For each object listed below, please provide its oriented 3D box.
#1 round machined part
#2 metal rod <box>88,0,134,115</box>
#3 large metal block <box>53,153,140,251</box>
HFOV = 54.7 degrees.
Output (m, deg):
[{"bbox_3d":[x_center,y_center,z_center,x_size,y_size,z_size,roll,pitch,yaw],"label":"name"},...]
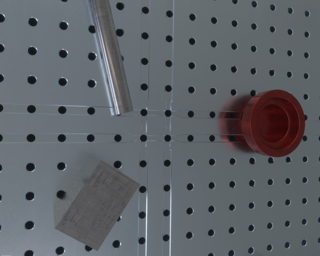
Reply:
[{"bbox_3d":[0.163,-0.007,0.464,0.099,0.042,0.097,0,90,-20],"label":"round machined part"},{"bbox_3d":[-0.077,-0.164,0.383,0.025,0.025,0.298,-14,95,-20],"label":"metal rod"},{"bbox_3d":[-0.076,0.079,0.356,0.050,0.080,0.080,36,78,-17],"label":"large metal block"}]
